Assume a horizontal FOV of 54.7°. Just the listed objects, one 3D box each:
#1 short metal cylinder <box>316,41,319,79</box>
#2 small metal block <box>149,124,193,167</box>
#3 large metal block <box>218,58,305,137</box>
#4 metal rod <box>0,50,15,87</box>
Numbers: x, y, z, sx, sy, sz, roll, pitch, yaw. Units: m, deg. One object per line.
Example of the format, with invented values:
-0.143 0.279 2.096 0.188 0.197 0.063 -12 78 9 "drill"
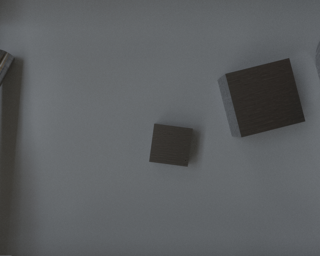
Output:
0.242 -0.084 0.387 0.050 0.080 0.080 -15 90 0 "short metal cylinder"
0.014 0.022 0.412 0.050 0.025 0.050 8 90 -1 "small metal block"
0.128 -0.037 0.401 0.080 0.050 0.080 -14 90 -1 "large metal block"
-0.244 0.036 0.352 0.025 0.025 0.300 17 67 0 "metal rod"
